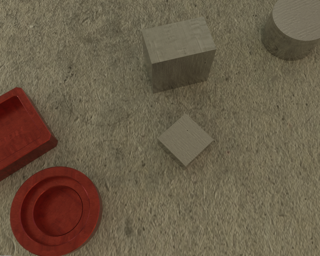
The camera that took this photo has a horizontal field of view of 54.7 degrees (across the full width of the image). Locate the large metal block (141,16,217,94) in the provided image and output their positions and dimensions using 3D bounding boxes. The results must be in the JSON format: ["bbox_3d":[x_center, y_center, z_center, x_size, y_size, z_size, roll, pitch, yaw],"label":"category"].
[{"bbox_3d":[0.022,-0.094,0.414,0.081,0.080,0.050,-14,71,-6],"label":"large metal block"}]

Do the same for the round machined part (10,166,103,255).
[{"bbox_3d":[-0.116,0.097,0.362,0.099,0.042,0.098,0,70,-1],"label":"round machined part"}]

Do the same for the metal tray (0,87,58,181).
[{"bbox_3d":[-0.212,0.018,0.396,0.131,0.030,0.090,-34,74,-12],"label":"metal tray"}]

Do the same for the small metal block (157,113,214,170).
[{"bbox_3d":[0.032,0.018,0.402,0.050,0.025,0.050,-42,76,-14],"label":"small metal block"}]

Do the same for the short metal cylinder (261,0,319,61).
[{"bbox_3d":[0.196,-0.146,0.451,0.081,0.050,0.080,0,70,0],"label":"short metal cylinder"}]
